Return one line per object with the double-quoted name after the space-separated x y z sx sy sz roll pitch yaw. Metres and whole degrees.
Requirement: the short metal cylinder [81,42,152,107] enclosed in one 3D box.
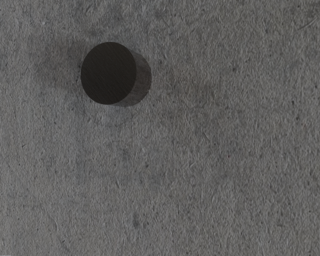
-0.058 -0.070 0.417 0.080 0.050 0.080 0 90 20 "short metal cylinder"
